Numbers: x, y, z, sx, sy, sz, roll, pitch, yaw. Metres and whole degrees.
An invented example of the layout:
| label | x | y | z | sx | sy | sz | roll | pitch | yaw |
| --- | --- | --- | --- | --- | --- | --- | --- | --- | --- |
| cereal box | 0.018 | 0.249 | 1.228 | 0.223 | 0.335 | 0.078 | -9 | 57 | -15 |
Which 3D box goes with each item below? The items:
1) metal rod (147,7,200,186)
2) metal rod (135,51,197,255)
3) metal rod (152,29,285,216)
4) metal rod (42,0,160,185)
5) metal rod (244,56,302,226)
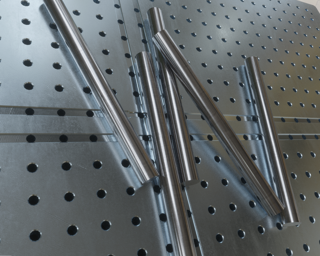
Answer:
| label | x | y | z | sx | sy | sz | roll | pitch | yaw |
| --- | --- | --- | --- | --- | --- | --- | --- | --- | --- |
| metal rod | 0.014 | -0.063 | 0.455 | 0.025 | 0.025 | 0.299 | 4 | 60 | -27 |
| metal rod | 0.003 | 0.026 | 0.395 | 0.025 | 0.025 | 0.299 | 2 | 61 | -27 |
| metal rod | 0.080 | -0.010 | 0.440 | 0.025 | 0.025 | 0.299 | -29 | 84 | -38 |
| metal rod | -0.084 | -0.064 | 0.402 | 0.025 | 0.025 | 0.299 | -20 | 72 | -36 |
| metal rod | 0.176 | 0.004 | 0.503 | 0.025 | 0.025 | 0.299 | 11 | 57 | -23 |
